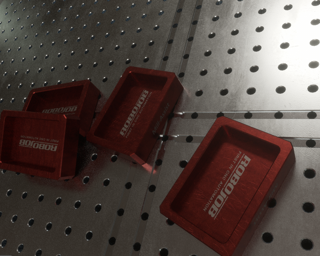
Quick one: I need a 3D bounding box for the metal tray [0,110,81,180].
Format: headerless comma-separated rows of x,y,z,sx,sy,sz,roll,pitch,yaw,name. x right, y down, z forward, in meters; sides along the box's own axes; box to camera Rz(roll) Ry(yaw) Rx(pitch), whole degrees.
-0.182,0.022,0.456,0.130,0.030,0.089,5,89,26,metal tray

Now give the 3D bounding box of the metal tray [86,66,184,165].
-0.035,-0.023,0.435,0.090,0.030,0.130,15,69,34,metal tray

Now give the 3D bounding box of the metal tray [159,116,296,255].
0.071,0.059,0.330,0.090,0.030,0.130,26,75,36,metal tray

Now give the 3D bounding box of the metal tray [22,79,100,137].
-0.169,-0.027,0.507,0.130,0.030,0.090,-5,60,25,metal tray
